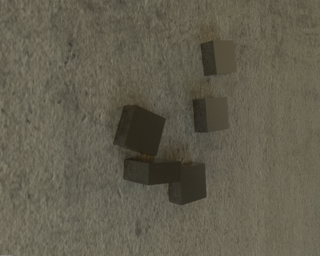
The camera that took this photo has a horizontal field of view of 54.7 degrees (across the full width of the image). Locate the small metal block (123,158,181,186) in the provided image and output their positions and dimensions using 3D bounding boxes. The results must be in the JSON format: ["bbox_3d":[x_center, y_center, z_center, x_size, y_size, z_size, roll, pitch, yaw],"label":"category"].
[{"bbox_3d":[-0.010,0.053,0.382,0.050,0.050,0.025,2,89,-40],"label":"small metal block"}]

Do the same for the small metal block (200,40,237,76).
[{"bbox_3d":[0.092,-0.110,0.485,0.050,0.025,0.050,-14,99,-39],"label":"small metal block"}]

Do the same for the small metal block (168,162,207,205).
[{"bbox_3d":[0.039,0.077,0.440,0.050,0.025,0.050,-5,93,-40],"label":"small metal block"}]

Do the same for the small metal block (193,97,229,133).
[{"bbox_3d":[0.078,-0.021,0.473,0.050,0.025,0.050,-8,96,-40],"label":"small metal block"}]

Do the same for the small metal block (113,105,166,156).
[{"bbox_3d":[-0.025,0.004,0.386,0.050,0.025,0.050,23,75,-38],"label":"small metal block"}]
